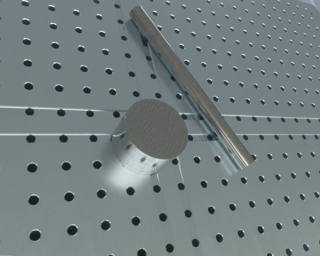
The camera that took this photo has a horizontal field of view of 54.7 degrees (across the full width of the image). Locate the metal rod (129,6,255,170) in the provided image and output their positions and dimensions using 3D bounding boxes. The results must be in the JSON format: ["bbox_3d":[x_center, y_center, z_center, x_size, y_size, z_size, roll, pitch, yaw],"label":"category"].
[{"bbox_3d":[0.043,-0.068,0.474,0.025,0.025,0.299,-25,76,-37],"label":"metal rod"}]

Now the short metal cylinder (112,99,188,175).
[{"bbox_3d":[-0.013,0.011,0.380,0.081,0.050,0.080,14,56,-21],"label":"short metal cylinder"}]
